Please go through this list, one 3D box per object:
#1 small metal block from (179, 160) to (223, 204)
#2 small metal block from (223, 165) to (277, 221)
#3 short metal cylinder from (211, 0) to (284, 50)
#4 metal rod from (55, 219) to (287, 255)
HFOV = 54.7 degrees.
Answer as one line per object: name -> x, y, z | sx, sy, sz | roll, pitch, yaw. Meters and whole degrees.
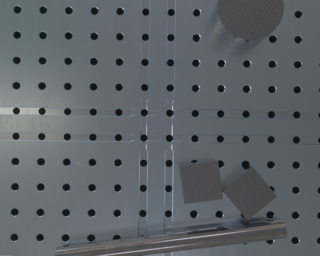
small metal block -> 0.054, 0.071, 0.414 | 0.050, 0.025, 0.050 | -8, 90, 0
small metal block -> 0.117, 0.085, 0.414 | 0.050, 0.025, 0.050 | -39, 90, 0
short metal cylinder -> 0.111, -0.147, 0.401 | 0.081, 0.050, 0.080 | 0, 90, 0
metal rod -> 0.015, 0.153, 0.413 | 0.302, 0.025, 0.025 | -7, 90, 0
